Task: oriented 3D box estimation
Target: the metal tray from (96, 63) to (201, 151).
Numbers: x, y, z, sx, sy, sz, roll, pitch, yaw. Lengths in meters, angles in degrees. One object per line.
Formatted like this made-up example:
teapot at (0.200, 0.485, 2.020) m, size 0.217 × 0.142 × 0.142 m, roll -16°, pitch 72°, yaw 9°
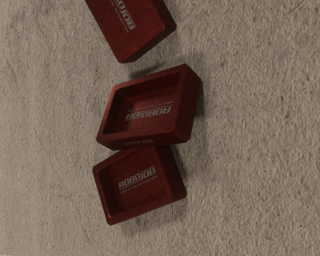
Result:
metal tray at (-0.017, -0.022, 0.389) m, size 0.130 × 0.030 × 0.090 m, roll -9°, pitch 57°, yaw 39°

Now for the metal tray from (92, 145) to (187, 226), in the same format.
metal tray at (-0.034, 0.073, 0.427) m, size 0.130 × 0.030 × 0.090 m, roll -31°, pitch 71°, yaw 35°

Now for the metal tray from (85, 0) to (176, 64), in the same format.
metal tray at (-0.047, -0.165, 0.416) m, size 0.090 × 0.030 × 0.130 m, roll -29°, pitch 88°, yaw 36°
